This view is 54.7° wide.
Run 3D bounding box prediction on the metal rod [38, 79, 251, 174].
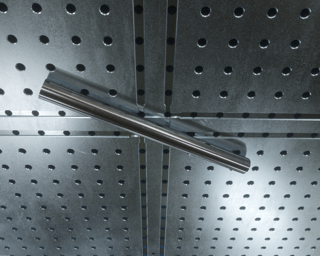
[{"bbox_3d":[-0.007,0.005,0.416,0.302,0.025,0.025,21,127,-18],"label":"metal rod"}]
